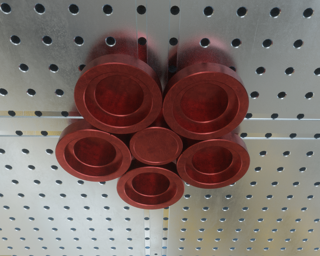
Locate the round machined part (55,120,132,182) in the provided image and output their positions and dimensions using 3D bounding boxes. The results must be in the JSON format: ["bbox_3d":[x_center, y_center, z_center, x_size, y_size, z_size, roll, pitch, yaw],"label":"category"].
[{"bbox_3d":[-0.087,0.026,0.421,0.099,0.042,0.097,0,130,0],"label":"round machined part"}]

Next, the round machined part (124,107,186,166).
[{"bbox_3d":[-0.005,0.012,0.410,0.099,0.042,0.097,0,130,0],"label":"round machined part"}]

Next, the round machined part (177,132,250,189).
[{"bbox_3d":[0.072,0.038,0.433,0.099,0.042,0.097,0,130,0],"label":"round machined part"}]

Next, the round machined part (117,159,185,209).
[{"bbox_3d":[-0.014,0.076,0.464,0.099,0.042,0.097,0,130,0],"label":"round machined part"}]

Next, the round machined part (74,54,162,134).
[{"bbox_3d":[-0.047,-0.043,0.363,0.099,0.042,0.097,0,130,0],"label":"round machined part"}]

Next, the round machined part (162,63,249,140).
[{"bbox_3d":[0.052,-0.035,0.370,0.099,0.042,0.097,0,130,0],"label":"round machined part"}]
